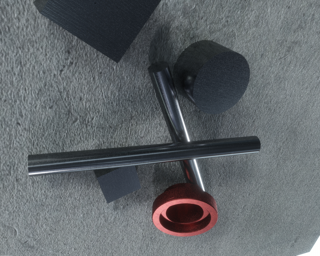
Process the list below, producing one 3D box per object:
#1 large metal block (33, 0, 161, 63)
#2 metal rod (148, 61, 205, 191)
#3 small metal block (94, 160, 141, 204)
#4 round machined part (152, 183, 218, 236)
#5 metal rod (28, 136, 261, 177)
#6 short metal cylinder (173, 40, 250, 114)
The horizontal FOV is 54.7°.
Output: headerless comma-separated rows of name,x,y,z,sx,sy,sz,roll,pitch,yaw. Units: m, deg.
large metal block,-0.056,-0.121,0.286,0.080,0.050,0.080,29,102,-38
metal rod,0.038,0.039,0.453,0.025,0.025,0.299,-28,129,-11
small metal block,-0.058,0.067,0.418,0.050,0.025,0.050,-23,127,-15
round machined part,0.038,0.122,0.478,0.099,0.042,0.097,0,130,1
metal rod,-0.006,0.033,0.400,0.303,0.025,0.025,-4,121,-18
short metal cylinder,0.064,-0.064,0.388,0.081,0.050,0.079,-14,125,-21
